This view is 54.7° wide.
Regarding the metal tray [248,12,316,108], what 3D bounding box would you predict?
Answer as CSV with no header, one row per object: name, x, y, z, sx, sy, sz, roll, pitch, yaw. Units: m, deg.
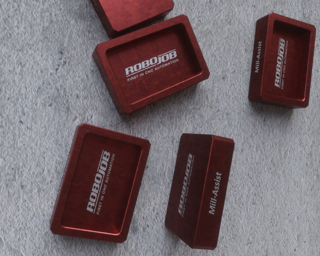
metal tray,0.188,-0.100,0.475,0.091,0.030,0.129,8,87,-20

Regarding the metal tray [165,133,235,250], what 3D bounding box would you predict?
metal tray,0.047,0.073,0.391,0.030,0.090,0.129,12,86,-20

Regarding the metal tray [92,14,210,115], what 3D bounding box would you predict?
metal tray,-0.009,-0.082,0.402,0.131,0.030,0.090,-26,99,-18

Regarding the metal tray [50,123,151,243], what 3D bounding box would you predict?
metal tray,-0.072,0.067,0.379,0.091,0.030,0.129,16,85,-20

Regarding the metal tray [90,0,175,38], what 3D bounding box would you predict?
metal tray,-0.050,-0.191,0.387,0.091,0.030,0.129,-30,100,-18
